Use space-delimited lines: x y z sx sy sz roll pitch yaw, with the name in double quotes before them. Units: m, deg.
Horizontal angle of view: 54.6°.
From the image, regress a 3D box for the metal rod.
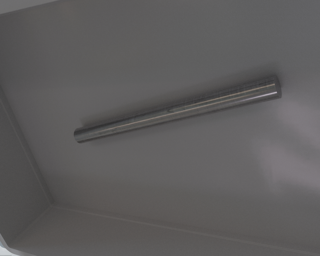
"metal rod" -0.001 -0.015 0.400 0.300 0.025 0.025 -13 112 33
